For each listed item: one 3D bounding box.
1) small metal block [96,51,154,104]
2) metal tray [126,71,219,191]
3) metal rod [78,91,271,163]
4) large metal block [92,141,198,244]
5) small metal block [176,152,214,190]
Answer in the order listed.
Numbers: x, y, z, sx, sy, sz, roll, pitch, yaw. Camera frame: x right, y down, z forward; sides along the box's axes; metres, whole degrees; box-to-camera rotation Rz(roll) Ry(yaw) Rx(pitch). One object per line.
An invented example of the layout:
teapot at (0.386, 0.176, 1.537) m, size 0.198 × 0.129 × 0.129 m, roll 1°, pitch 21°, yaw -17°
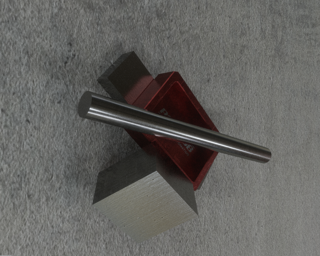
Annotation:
small metal block at (-0.039, -0.056, 0.375) m, size 0.050 × 0.025 × 0.050 m, roll 52°, pitch 59°, yaw -28°
metal tray at (0.022, 0.006, 0.390) m, size 0.130 × 0.030 × 0.090 m, roll 51°, pitch 60°, yaw -28°
metal rod at (0.045, 0.010, 0.374) m, size 0.302 × 0.025 × 0.025 m, roll 16°, pitch 80°, yaw -39°
large metal block at (-0.015, 0.074, 0.349) m, size 0.080 × 0.080 × 0.050 m, roll 51°, pitch 18°, yaw -28°
small metal block at (0.045, 0.053, 0.446) m, size 0.050 × 0.025 × 0.050 m, roll 46°, pitch 62°, yaw -31°
